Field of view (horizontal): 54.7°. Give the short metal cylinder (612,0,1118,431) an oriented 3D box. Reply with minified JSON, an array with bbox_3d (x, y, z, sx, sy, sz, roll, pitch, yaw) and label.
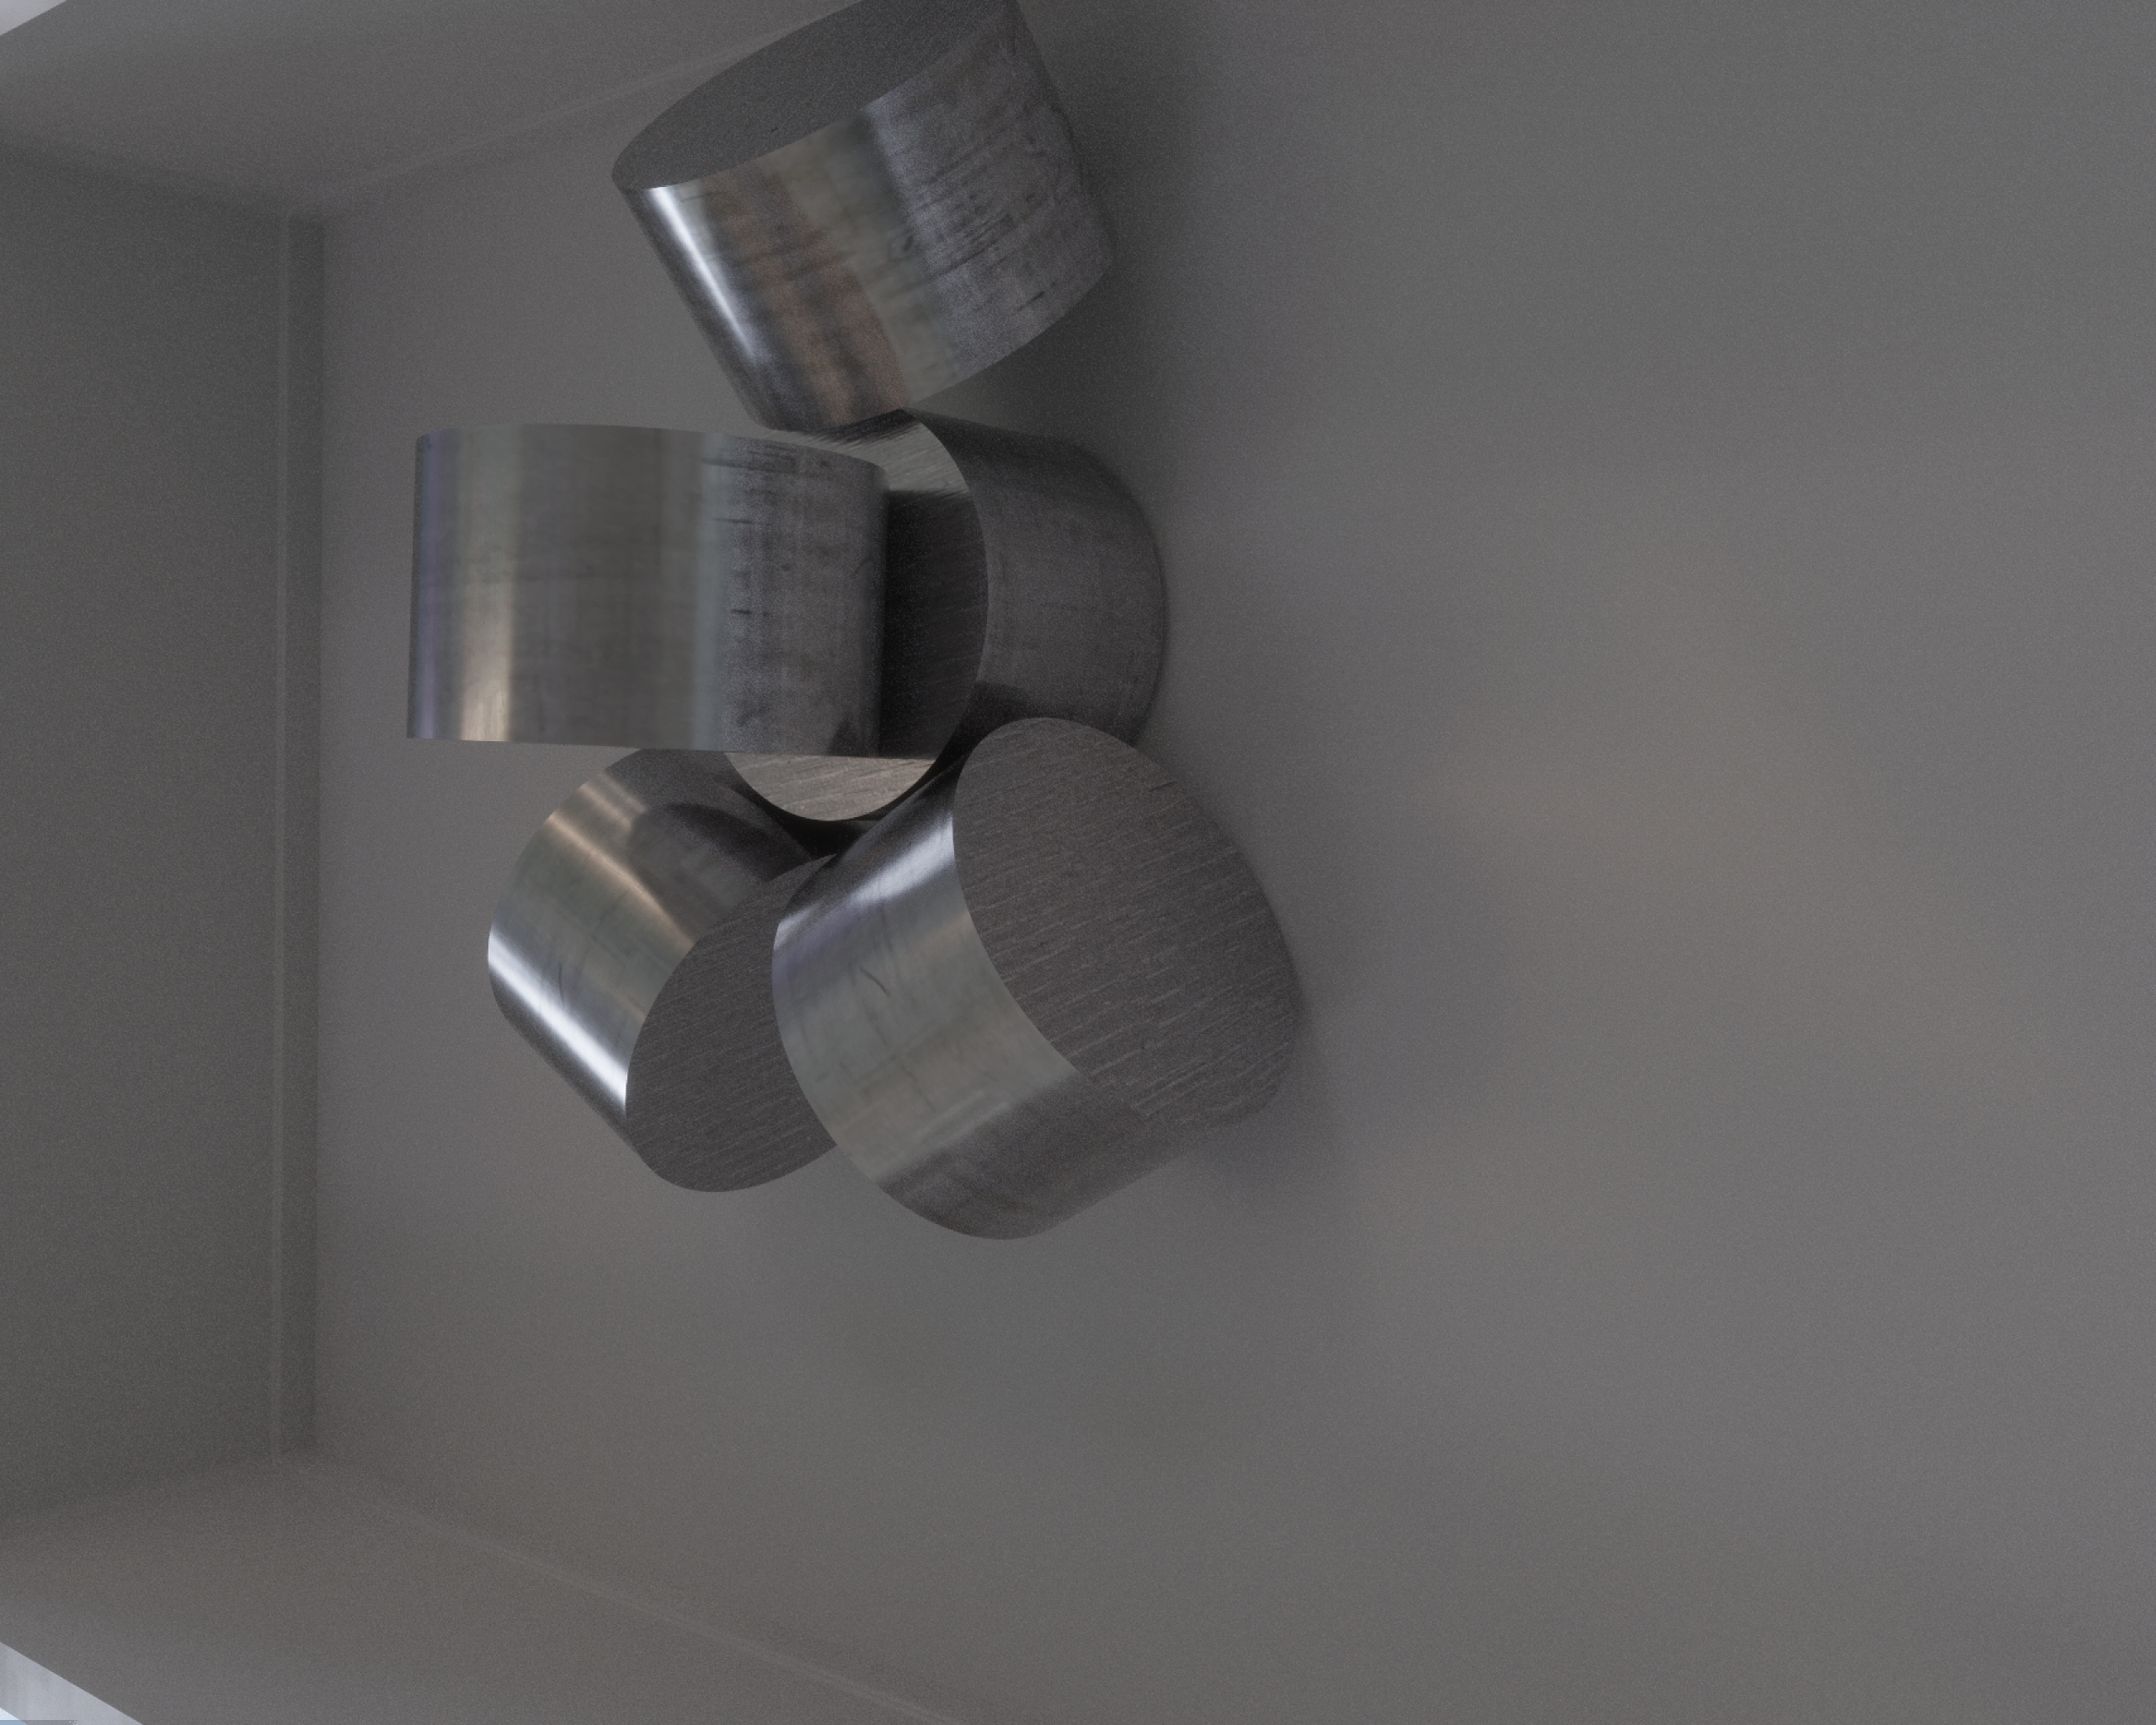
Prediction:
[{"bbox_3d":[-0.039,-0.125,0.393,0.080,0.080,0.050,5,136,40],"label":"short metal cylinder"}]

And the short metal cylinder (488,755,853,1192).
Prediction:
[{"bbox_3d":[-0.072,0.020,0.428,0.050,0.081,0.079,36,112,34],"label":"short metal cylinder"}]

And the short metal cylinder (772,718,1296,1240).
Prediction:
[{"bbox_3d":[-0.007,0.021,0.375,0.050,0.081,0.080,-36,68,35],"label":"short metal cylinder"}]

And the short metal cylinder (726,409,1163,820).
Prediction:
[{"bbox_3d":[-0.030,-0.048,0.412,0.080,0.050,0.080,0,90,40],"label":"short metal cylinder"}]

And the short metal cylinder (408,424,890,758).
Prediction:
[{"bbox_3d":[-0.074,-0.045,0.364,0.080,0.081,0.050,4,93,40],"label":"short metal cylinder"}]
